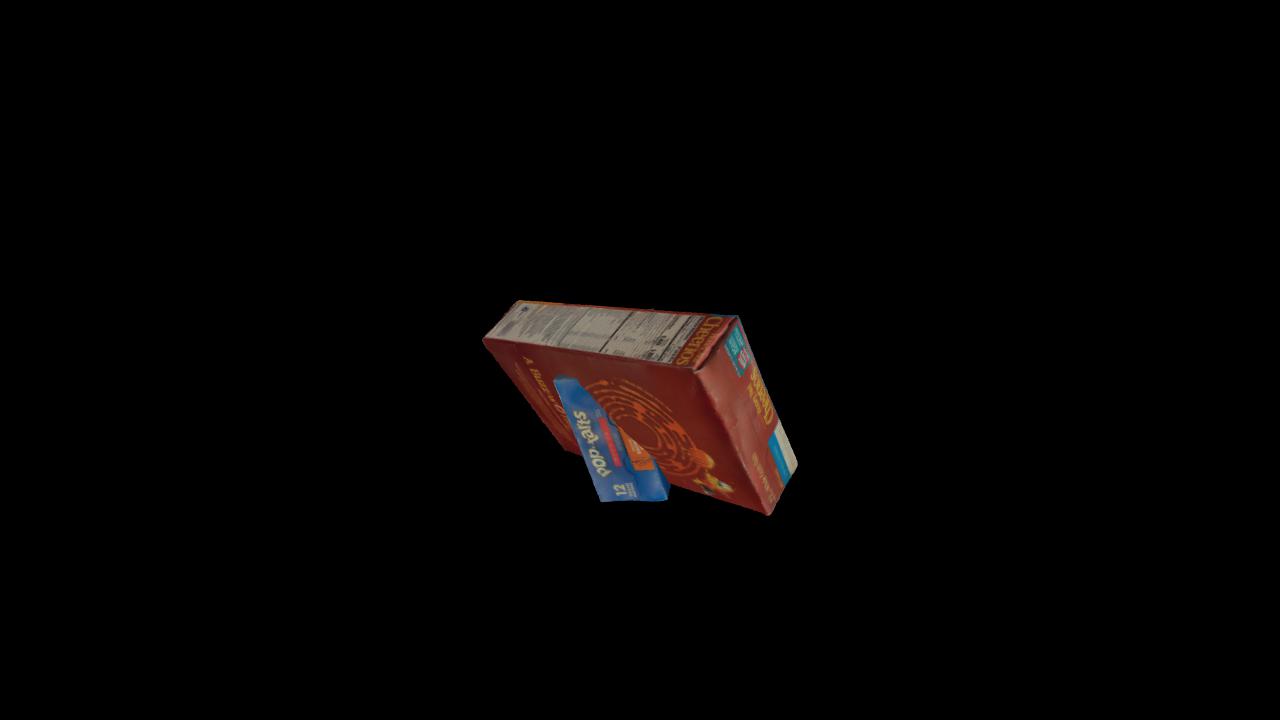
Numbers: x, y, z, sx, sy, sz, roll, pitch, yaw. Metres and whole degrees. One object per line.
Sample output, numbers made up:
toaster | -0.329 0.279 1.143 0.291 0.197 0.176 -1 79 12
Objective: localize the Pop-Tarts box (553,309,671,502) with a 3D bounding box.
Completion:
Pop-Tarts box | -0.014 0.050 0.692 0.083 0.167 0.141 -7 29 19

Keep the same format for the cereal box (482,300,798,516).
cereal box | -0.006 0.040 0.648 0.306 0.203 0.081 7 49 42
